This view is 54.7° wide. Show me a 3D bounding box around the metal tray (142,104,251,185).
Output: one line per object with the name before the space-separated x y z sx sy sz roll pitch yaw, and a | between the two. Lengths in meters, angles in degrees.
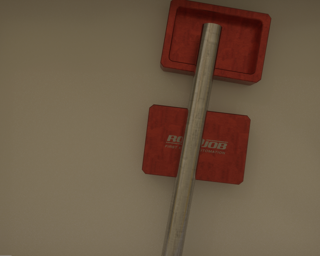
metal tray | 0.046 0.021 0.410 0.131 0.030 0.089 7 90 -1

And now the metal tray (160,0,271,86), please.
metal tray | 0.071 -0.112 0.409 0.131 0.030 0.089 9 90 -1

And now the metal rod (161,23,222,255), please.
metal rod | 0.038 0.022 0.381 0.025 0.025 0.298 10 90 -1
